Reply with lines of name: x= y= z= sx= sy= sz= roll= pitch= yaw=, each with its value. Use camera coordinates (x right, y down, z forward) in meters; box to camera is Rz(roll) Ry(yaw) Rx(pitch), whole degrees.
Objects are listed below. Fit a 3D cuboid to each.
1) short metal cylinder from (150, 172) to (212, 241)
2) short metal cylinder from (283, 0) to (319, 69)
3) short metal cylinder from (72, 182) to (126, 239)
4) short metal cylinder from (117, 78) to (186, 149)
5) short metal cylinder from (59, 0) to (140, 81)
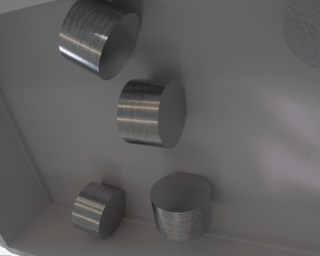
short metal cylinder: x=0.030 y=0.105 z=0.422 sx=0.080 sy=0.080 sz=0.050 roll=6 pitch=121 yaw=25
short metal cylinder: x=0.148 y=-0.094 z=0.256 sx=0.080 sy=0.050 sz=0.079 roll=13 pitch=124 yaw=21
short metal cylinder: x=-0.098 y=0.134 z=0.508 sx=0.050 sy=0.080 sz=0.079 roll=14 pitch=124 yaw=20
short metal cylinder: x=-0.007 y=-0.018 z=0.366 sx=0.050 sy=0.080 sz=0.079 roll=6 pitch=121 yaw=25
short metal cylinder: x=-0.065 y=-0.100 z=0.346 sx=0.050 sy=0.080 sz=0.079 roll=30 pitch=128 yaw=9
